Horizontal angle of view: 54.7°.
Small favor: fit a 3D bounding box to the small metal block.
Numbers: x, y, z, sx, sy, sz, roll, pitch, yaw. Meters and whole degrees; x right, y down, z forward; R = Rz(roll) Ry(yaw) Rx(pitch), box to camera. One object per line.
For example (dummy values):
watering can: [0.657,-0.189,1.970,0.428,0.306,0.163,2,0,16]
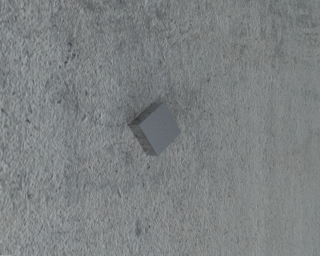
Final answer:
small metal block: [-0.006,0.001,0.403,0.050,0.025,0.050,-44,117,-31]
